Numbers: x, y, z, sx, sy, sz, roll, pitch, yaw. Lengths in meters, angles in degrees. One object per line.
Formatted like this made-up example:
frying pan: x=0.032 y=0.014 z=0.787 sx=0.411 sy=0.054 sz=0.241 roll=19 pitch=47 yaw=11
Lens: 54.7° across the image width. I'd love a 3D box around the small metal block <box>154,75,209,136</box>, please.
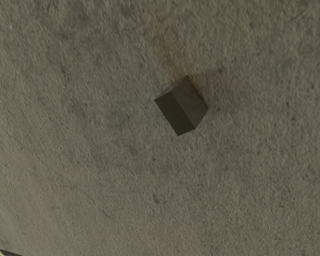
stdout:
small metal block: x=0.026 y=-0.027 z=0.359 sx=0.025 sy=0.050 sz=0.050 roll=-25 pitch=105 yaw=36
